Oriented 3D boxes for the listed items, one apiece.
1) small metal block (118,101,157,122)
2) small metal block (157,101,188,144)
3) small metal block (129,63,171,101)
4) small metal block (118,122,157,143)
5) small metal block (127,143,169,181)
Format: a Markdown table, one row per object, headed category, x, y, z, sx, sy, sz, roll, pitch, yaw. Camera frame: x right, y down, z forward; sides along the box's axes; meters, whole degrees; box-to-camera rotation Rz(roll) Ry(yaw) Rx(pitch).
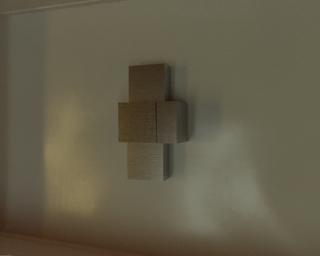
| category | x | y | z | sx | sy | sz | roll | pitch | yaw |
| --- | --- | --- | --- | --- | --- | --- | --- | --- | --- |
| small metal block | -0.020 | -0.020 | 0.402 | 0.050 | 0.050 | 0.025 | 0 | 90 | 20 |
| small metal block | 0.016 | -0.007 | 0.390 | 0.025 | 0.050 | 0.050 | 0 | 90 | 20 |
| small metal block | -0.013 | -0.057 | 0.413 | 0.050 | 0.025 | 0.050 | 0 | 90 | 20 |
| small metal block | -0.020 | 0.005 | 0.402 | 0.050 | 0.050 | 0.025 | 0 | 90 | 20 |
| small metal block | -0.015 | 0.043 | 0.414 | 0.050 | 0.025 | 0.050 | 0 | 90 | 20 |
